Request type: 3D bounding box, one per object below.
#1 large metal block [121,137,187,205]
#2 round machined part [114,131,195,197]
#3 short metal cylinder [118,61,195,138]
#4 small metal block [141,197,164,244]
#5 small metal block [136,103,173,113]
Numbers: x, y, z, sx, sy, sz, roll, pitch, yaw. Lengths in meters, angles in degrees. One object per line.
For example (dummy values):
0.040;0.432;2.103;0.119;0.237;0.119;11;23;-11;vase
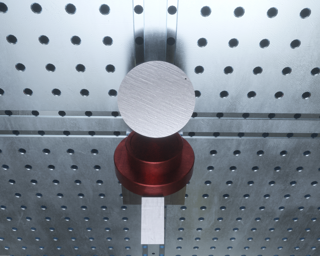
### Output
-0.008;0.056;0.422;0.081;0.080;0.050;1;130;-1;large metal block
-0.007;0.032;0.377;0.099;0.098;0.042;1;130;-1;round machined part
-0.004;-0.033;0.345;0.081;0.050;0.079;0;100;-1;short metal cylinder
-0.009;0.107;0.367;0.025;0.050;0.050;1;168;-2;small metal block
-0.007;-0.017;0.396;0.050;0.025;0.050;0;130;-1;small metal block
